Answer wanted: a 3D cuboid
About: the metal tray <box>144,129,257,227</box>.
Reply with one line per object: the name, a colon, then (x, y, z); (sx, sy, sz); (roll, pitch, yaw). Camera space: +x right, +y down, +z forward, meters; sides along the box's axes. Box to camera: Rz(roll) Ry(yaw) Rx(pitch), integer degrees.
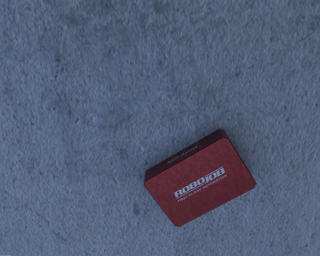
metal tray: (0.054, 0.072, 0.434); (0.130, 0.030, 0.090); (-31, 107, 10)
